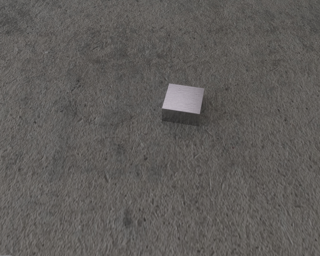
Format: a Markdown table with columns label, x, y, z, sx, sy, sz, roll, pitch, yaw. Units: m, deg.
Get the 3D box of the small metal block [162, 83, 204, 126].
| label | x | y | z | sx | sy | sz | roll | pitch | yaw |
| --- | --- | --- | --- | --- | --- | --- | --- | --- | --- |
| small metal block | 0.033 | -0.033 | 0.431 | 0.050 | 0.025 | 0.050 | 9 | 51 | 8 |
